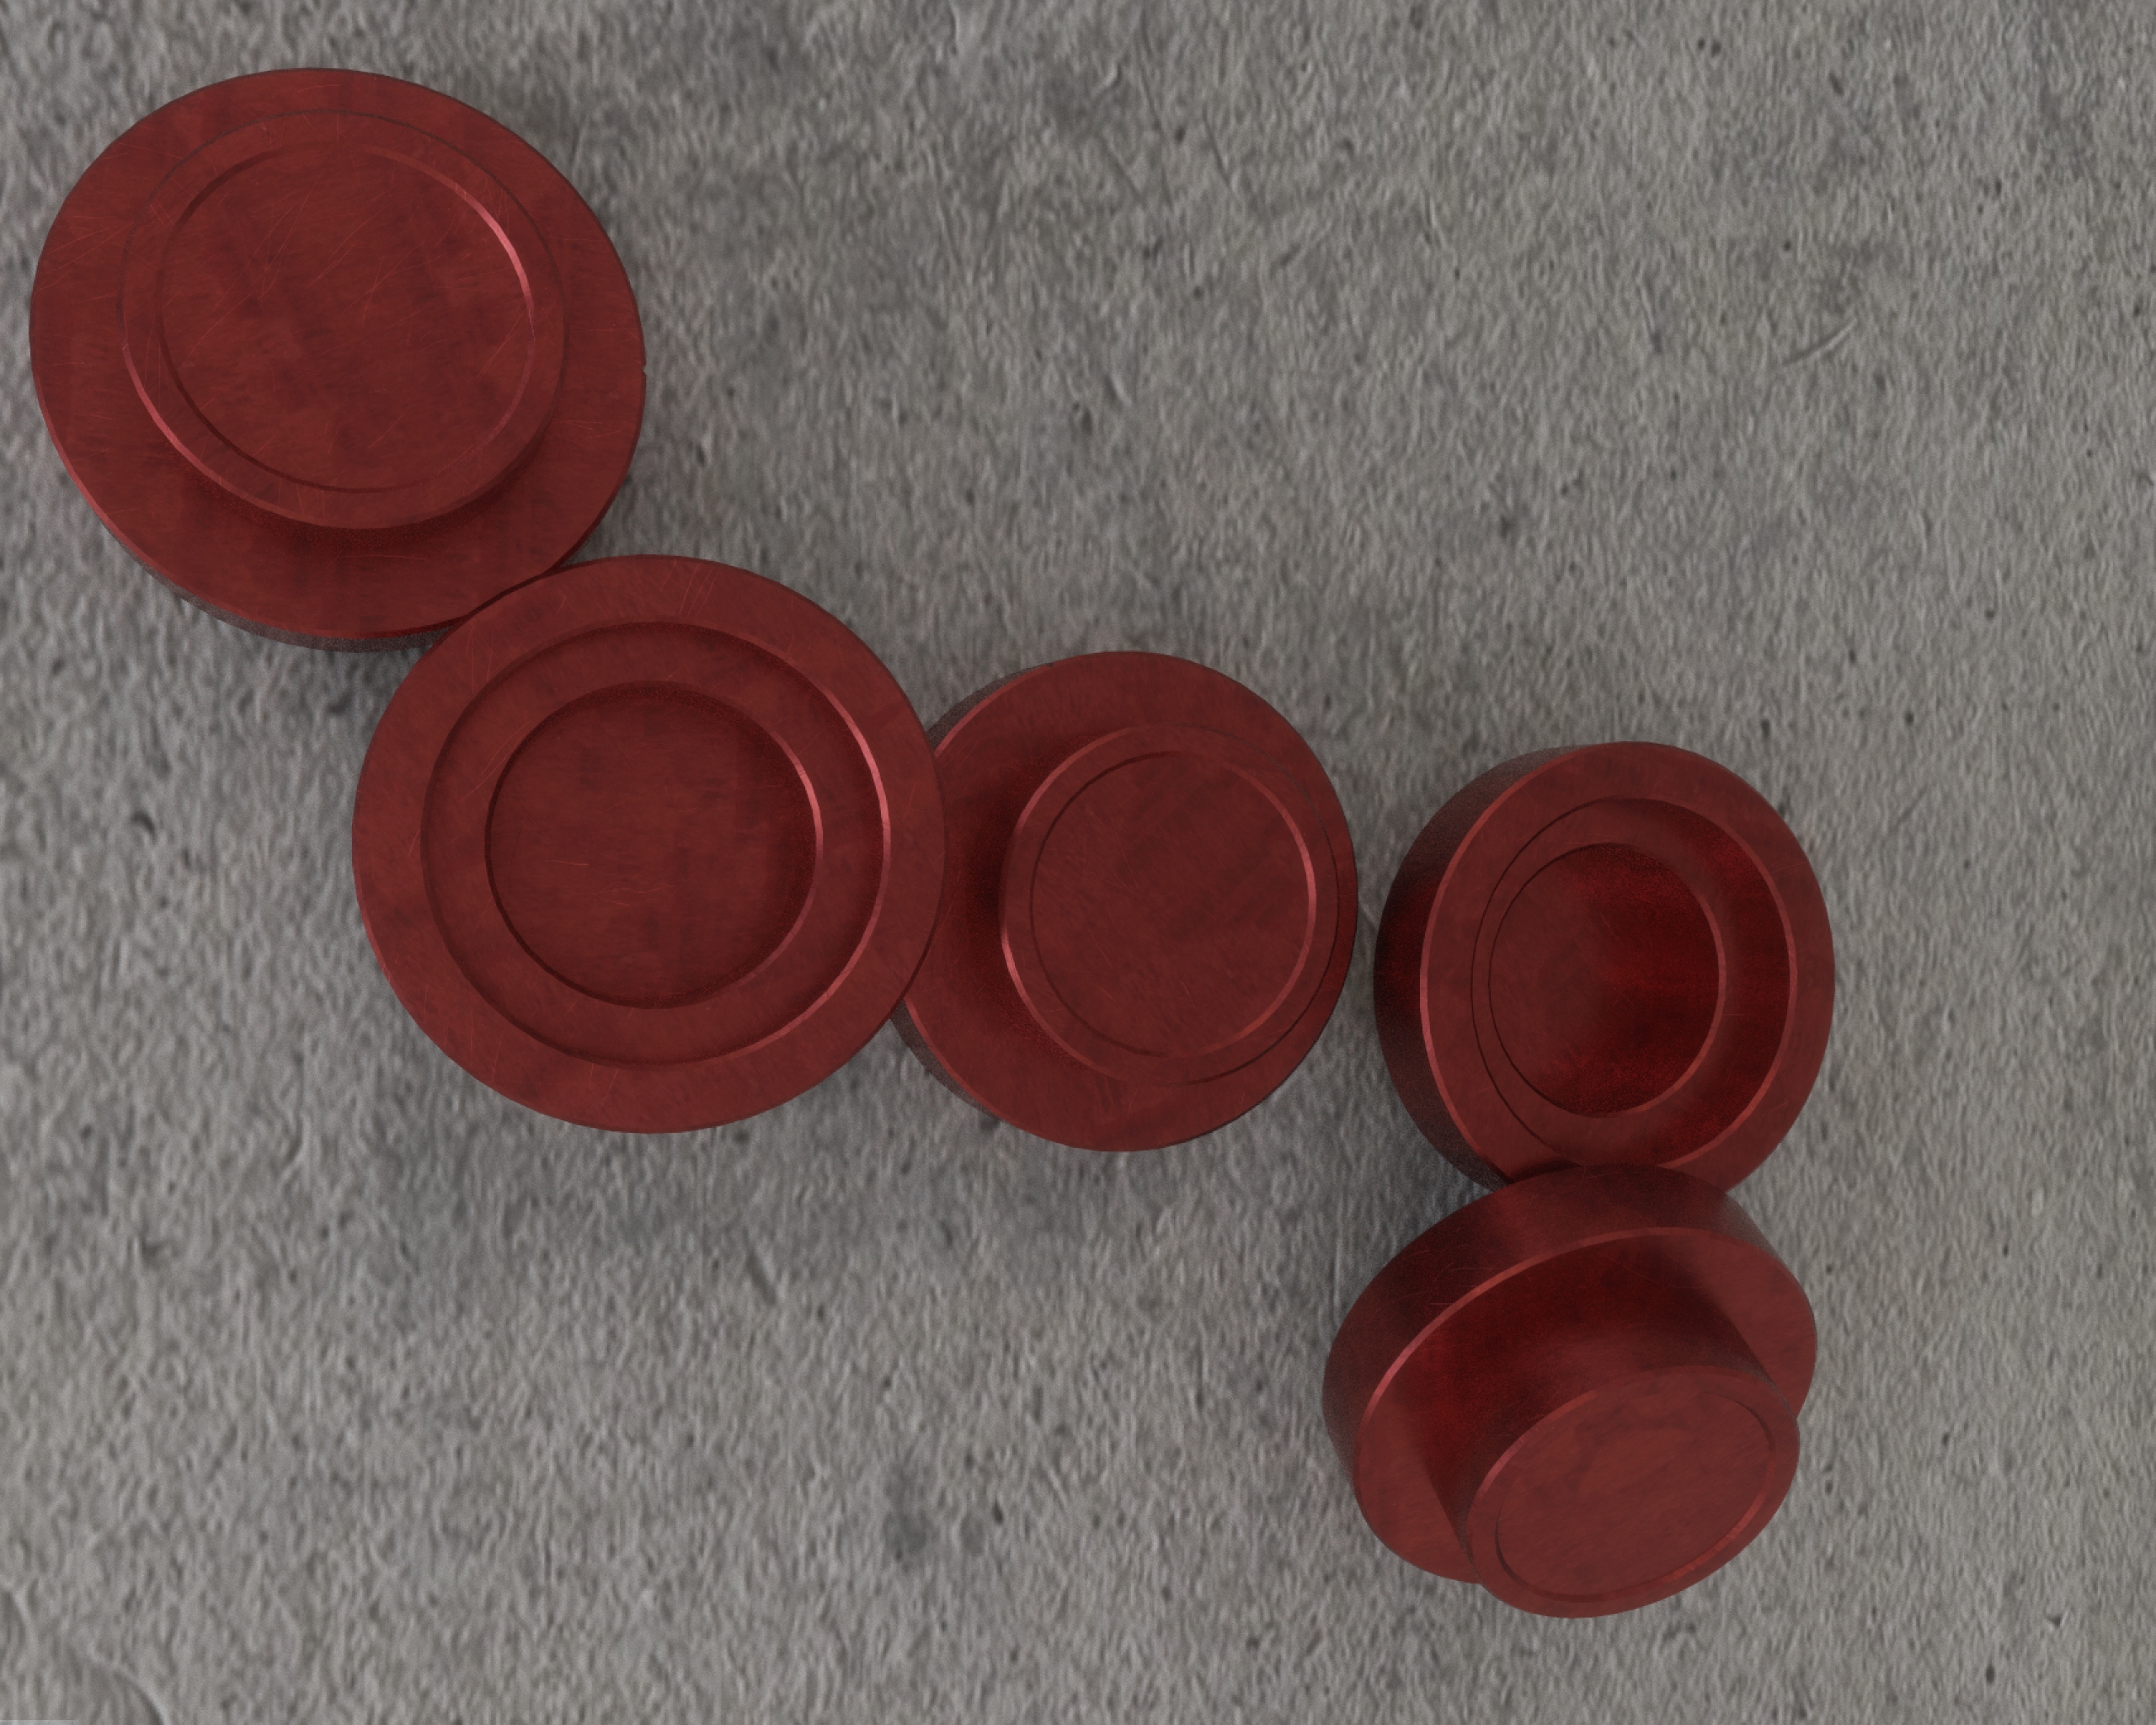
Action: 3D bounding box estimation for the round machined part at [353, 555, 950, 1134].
[{"bbox_3d":[-0.075,-0.003,0.370,0.099,0.042,0.097,0,88,-17],"label":"round machined part"}]

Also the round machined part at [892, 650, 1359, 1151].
[{"bbox_3d":[0.011,0.007,0.404,0.099,0.042,0.097,0,90,-20],"label":"round machined part"}]

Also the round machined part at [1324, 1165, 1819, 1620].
[{"bbox_3d":[0.102,0.111,0.415,0.099,0.042,0.097,-7,122,-11],"label":"round machined part"}]

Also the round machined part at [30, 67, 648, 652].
[{"bbox_3d":[-0.123,-0.086,0.352,0.099,0.042,0.097,1,88,-19],"label":"round machined part"}]

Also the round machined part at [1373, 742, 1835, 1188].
[{"bbox_3d":[0.106,0.024,0.439,0.099,0.042,0.097,0,90,-20],"label":"round machined part"}]
